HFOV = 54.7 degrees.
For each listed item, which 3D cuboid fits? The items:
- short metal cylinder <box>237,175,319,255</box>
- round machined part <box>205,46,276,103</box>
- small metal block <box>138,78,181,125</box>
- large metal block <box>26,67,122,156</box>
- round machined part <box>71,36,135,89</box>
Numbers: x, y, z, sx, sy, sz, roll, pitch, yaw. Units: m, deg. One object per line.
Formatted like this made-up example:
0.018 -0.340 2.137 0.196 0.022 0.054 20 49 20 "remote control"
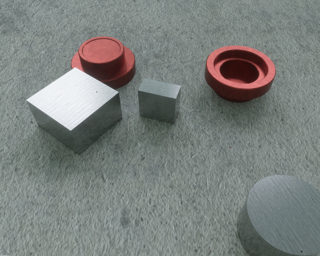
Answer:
0.122 0.094 0.309 0.081 0.050 0.080 0 50 0 "short metal cylinder"
0.115 -0.075 0.457 0.099 0.042 0.098 0 50 0 "round machined part"
0.000 -0.035 0.417 0.050 0.050 0.025 13 52 10 "small metal block"
-0.109 -0.024 0.406 0.080 0.050 0.080 31 56 23 "large metal block"
-0.088 -0.105 0.479 0.099 0.042 0.098 0 50 0 "round machined part"
